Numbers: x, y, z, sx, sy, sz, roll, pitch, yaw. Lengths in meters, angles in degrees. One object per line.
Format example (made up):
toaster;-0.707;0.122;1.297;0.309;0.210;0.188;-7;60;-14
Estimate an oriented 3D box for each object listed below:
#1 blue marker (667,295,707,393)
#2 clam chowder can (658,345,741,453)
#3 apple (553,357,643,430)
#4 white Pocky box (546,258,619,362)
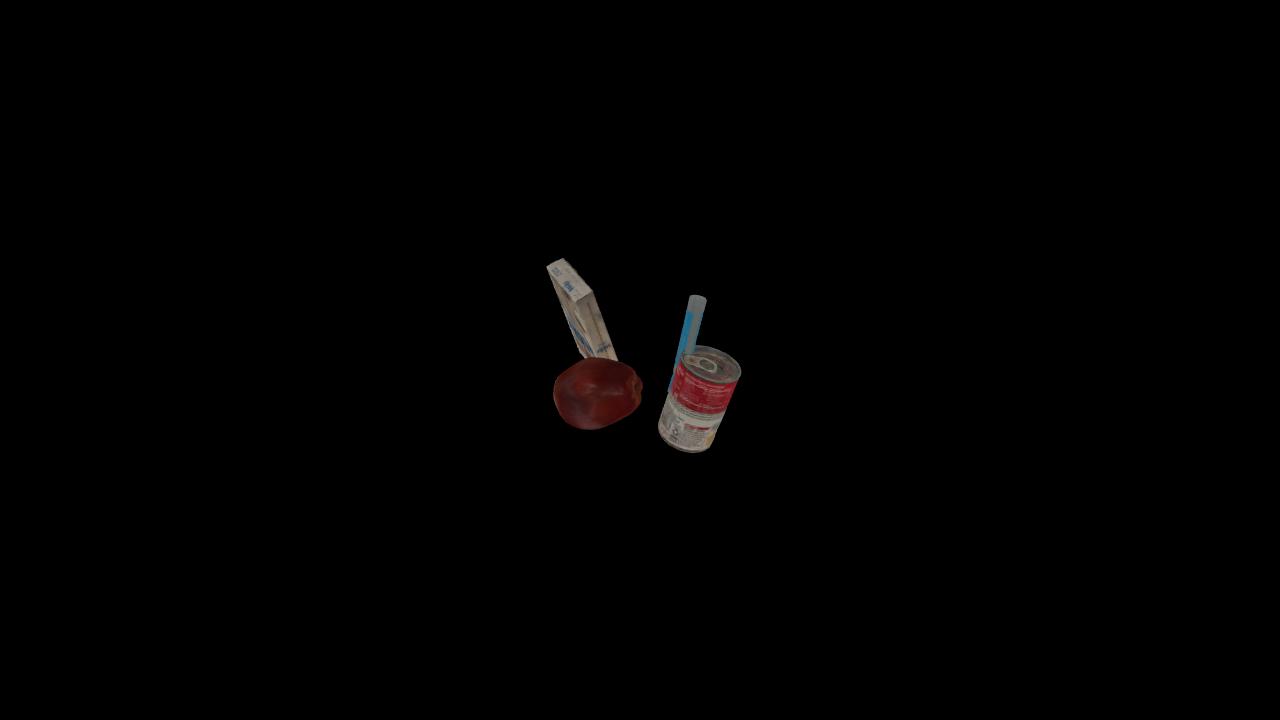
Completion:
blue marker;0.050;-0.012;0.672;0.020;0.121;0.020;10;25;-5
clam chowder can;0.064;0.044;0.680;0.068;0.102;0.068;12;32;-8
apple;-0.046;0.034;0.645;0.093;0.079;0.079;-3;-1;19
white Pocky box;-0.066;-0.044;0.755;0.028;0.154;0.084;-31;49;-13
